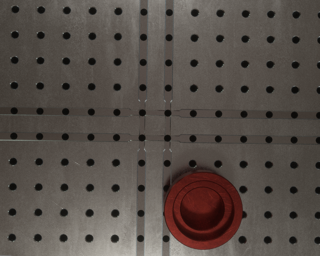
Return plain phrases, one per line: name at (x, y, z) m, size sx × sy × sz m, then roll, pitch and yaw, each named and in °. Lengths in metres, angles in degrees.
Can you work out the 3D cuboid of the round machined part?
round machined part at (0.054, 0.103, 0.406) m, size 0.099 × 0.042 × 0.097 m, roll 0°, pitch 90°, yaw -1°
